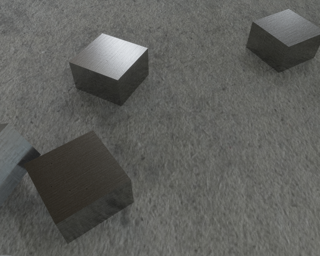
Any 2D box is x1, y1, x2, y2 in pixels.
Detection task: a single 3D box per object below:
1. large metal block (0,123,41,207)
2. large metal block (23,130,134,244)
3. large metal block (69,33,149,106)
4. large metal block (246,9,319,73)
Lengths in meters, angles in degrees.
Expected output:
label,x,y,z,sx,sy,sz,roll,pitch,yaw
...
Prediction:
label,x,y,z,sx,sy,sz,roll,pitch,yaw
large metal block,-0.191,0.043,0.329,0.080,0.050,0.080,-3,44,34
large metal block,-0.085,0.061,0.335,0.081,0.050,0.080,-29,56,-23
large metal block,-0.072,-0.088,0.460,0.080,0.050,0.080,22,53,17
large metal block,0.205,-0.146,0.512,0.081,0.050,0.080,-24,54,-19
